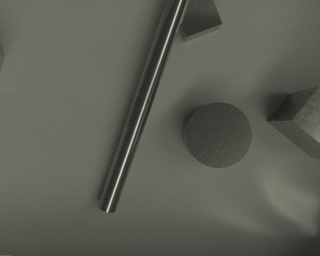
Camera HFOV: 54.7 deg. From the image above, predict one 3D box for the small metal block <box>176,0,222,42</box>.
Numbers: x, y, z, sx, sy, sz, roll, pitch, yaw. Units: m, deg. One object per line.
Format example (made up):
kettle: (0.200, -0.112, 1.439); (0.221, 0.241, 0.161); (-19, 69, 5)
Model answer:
small metal block: (0.048, -0.149, 0.412); (0.050, 0.025, 0.050); (-21, 91, 0)

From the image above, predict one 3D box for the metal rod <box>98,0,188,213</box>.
metal rod: (-0.022, -0.034, 0.397); (0.025, 0.025, 0.298); (19, 95, -1)

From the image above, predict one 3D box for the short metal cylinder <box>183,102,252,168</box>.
short metal cylinder: (0.071, 0.009, 0.400); (0.081, 0.050, 0.079); (0, 90, -1)

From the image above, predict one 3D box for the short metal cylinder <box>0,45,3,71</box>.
short metal cylinder: (-0.243, -0.095, 0.385); (0.081, 0.050, 0.079); (-1, 92, -18)

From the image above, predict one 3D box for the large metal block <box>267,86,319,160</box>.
large metal block: (0.194, -0.003, 0.387); (0.080, 0.080, 0.050); (39, 90, -1)
